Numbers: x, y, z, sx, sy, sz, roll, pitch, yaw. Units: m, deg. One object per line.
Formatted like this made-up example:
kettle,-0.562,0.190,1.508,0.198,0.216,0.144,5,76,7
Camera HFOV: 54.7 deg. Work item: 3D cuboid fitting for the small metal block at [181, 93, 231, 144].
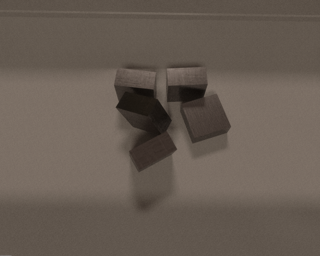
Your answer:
small metal block,0.060,-0.013,0.415,0.050,0.025,0.050,-17,71,-7

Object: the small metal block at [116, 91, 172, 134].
small metal block,-0.020,-0.018,0.394,0.050,0.050,0.025,17,69,31

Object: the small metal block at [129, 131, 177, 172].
small metal block,-0.010,0.031,0.383,0.050,0.050,0.025,-28,82,-10

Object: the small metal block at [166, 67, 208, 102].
small metal block,0.035,-0.058,0.418,0.050,0.050,0.025,-3,70,-1

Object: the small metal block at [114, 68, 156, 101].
small metal block,-0.031,-0.054,0.416,0.050,0.050,0.025,7,70,2
